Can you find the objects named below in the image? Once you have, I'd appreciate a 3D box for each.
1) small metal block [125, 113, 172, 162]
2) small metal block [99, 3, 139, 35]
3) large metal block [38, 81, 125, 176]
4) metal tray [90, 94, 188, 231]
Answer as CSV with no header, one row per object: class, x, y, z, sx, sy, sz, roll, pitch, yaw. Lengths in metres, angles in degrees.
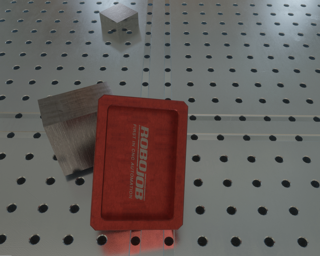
small metal block,-0.015,0.010,0.381,0.050,0.025,0.050,21,37,-40
small metal block,-0.076,-0.205,0.579,0.050,0.025,0.050,36,59,26
large metal block,-0.088,0.001,0.366,0.081,0.080,0.050,-18,45,-15
metal tray,-0.021,0.035,0.317,0.091,0.030,0.129,4,86,-13
